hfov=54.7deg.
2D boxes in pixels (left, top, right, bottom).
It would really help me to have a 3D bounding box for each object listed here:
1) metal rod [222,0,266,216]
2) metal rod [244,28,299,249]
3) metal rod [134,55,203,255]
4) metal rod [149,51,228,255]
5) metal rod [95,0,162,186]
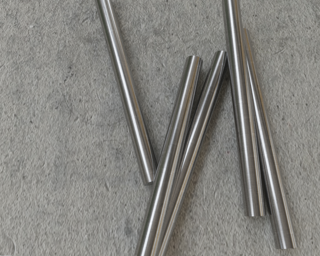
[{"bbox_3d":[0.108,-0.039,0.408,0.025,0.025,0.299,-2,76,-1],"label":"metal rod"},{"bbox_3d":[0.133,-0.001,0.410,0.025,0.025,0.299,-5,70,-2],"label":"metal rod"},{"bbox_3d":[0.013,0.034,0.378,0.025,0.025,0.300,13,64,4],"label":"metal rod"},{"bbox_3d":[0.039,0.028,0.398,0.025,0.025,0.300,19,71,6],"label":"metal rod"},{"bbox_3d":[-0.049,-0.068,0.432,0.025,0.025,0.299,-15,71,-6],"label":"metal rod"}]
